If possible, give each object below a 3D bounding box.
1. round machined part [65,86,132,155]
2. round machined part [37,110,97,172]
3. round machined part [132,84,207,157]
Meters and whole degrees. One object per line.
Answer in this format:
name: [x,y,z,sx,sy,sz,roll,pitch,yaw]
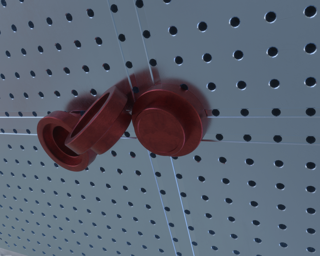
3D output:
round machined part: [-0.075,-0.004,0.402,0.042,0.098,0.098,42,130,-19]
round machined part: [-0.136,0.016,0.476,0.098,0.042,0.097,16,128,23]
round machined part: [0.007,-0.003,0.393,0.098,0.042,0.097,13,124,20]
